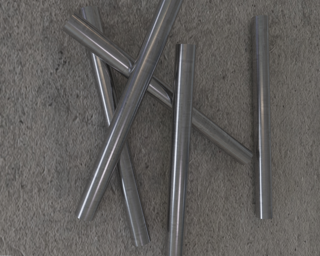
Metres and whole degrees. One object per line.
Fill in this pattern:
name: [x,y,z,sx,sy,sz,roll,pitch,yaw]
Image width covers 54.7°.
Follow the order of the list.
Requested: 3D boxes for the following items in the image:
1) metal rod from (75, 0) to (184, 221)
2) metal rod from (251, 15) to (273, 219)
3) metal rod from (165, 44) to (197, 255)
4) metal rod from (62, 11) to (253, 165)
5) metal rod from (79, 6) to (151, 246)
metal rod: [-0.034,-0.030,0.356,0.025,0.025,0.298,20,98,-19]
metal rod: [0.153,-0.016,0.465,0.025,0.025,0.298,-2,91,-20]
metal rod: [0.024,0.049,0.390,0.025,0.025,0.298,-1,101,-20]
metal rod: [0.013,-0.037,0.397,0.301,0.025,0.025,35,79,-23]
metal rod: [-0.055,0.001,0.388,0.025,0.025,0.298,-14,95,-20]
